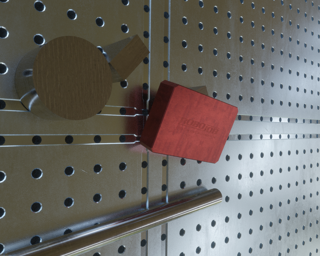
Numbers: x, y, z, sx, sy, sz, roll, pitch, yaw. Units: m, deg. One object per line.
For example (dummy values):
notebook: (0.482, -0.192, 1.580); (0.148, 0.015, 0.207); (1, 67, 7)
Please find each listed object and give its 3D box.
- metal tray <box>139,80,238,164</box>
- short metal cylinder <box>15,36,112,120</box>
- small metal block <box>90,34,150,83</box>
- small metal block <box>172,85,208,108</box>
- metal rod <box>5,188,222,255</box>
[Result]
metal tray: (0.044, -0.004, 0.428); (0.131, 0.030, 0.089); (14, 99, -39)
short metal cylinder: (-0.096, -0.047, 0.313); (0.081, 0.050, 0.079); (0, 91, -41)
small metal block: (-0.048, -0.077, 0.354); (0.025, 0.050, 0.050); (52, 60, -28)
small metal block: (0.048, -0.030, 0.452); (0.050, 0.025, 0.050); (-29, 109, -36)
metal rod: (-0.027, 0.118, 0.388); (0.302, 0.025, 0.025); (-6, 94, -40)
